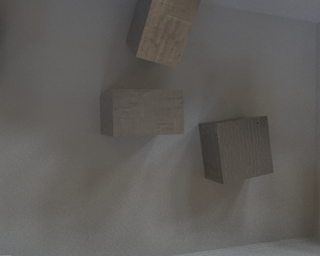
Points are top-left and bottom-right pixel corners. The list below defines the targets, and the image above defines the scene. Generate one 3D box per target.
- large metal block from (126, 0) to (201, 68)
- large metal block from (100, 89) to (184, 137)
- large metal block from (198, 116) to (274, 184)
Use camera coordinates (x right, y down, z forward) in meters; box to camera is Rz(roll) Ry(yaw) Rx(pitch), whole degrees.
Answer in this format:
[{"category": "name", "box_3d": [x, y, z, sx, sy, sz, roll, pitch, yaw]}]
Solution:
[{"category": "large metal block", "box_3d": [0.000, -0.126, 0.366, 0.050, 0.080, 0.079, 11, 113, -20]}, {"category": "large metal block", "box_3d": [-0.025, -0.017, 0.372, 0.081, 0.080, 0.050, -2, 91, -20]}, {"category": "large metal block", "box_3d": [0.106, 0.028, 0.436, 0.081, 0.050, 0.080, -9, 93, -20]}]
